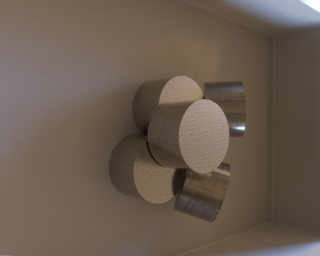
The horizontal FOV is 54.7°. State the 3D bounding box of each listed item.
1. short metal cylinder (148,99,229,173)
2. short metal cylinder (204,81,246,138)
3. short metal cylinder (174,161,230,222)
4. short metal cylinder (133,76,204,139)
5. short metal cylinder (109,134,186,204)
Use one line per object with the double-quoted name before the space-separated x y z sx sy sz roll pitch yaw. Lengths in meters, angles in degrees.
"short metal cylinder" 0.033 0.009 0.351 0.081 0.050 0.079 0 90 -40
"short metal cylinder" 0.089 -0.026 0.438 0.080 0.050 0.079 -3 92 -84
"short metal cylinder" 0.054 0.077 0.408 0.050 0.080 0.080 18 75 3
"short metal cylinder" 0.013 -0.025 0.401 0.081 0.050 0.079 0 90 -40
"short metal cylinder" -0.014 0.048 0.379 0.081 0.050 0.079 0 90 -40
